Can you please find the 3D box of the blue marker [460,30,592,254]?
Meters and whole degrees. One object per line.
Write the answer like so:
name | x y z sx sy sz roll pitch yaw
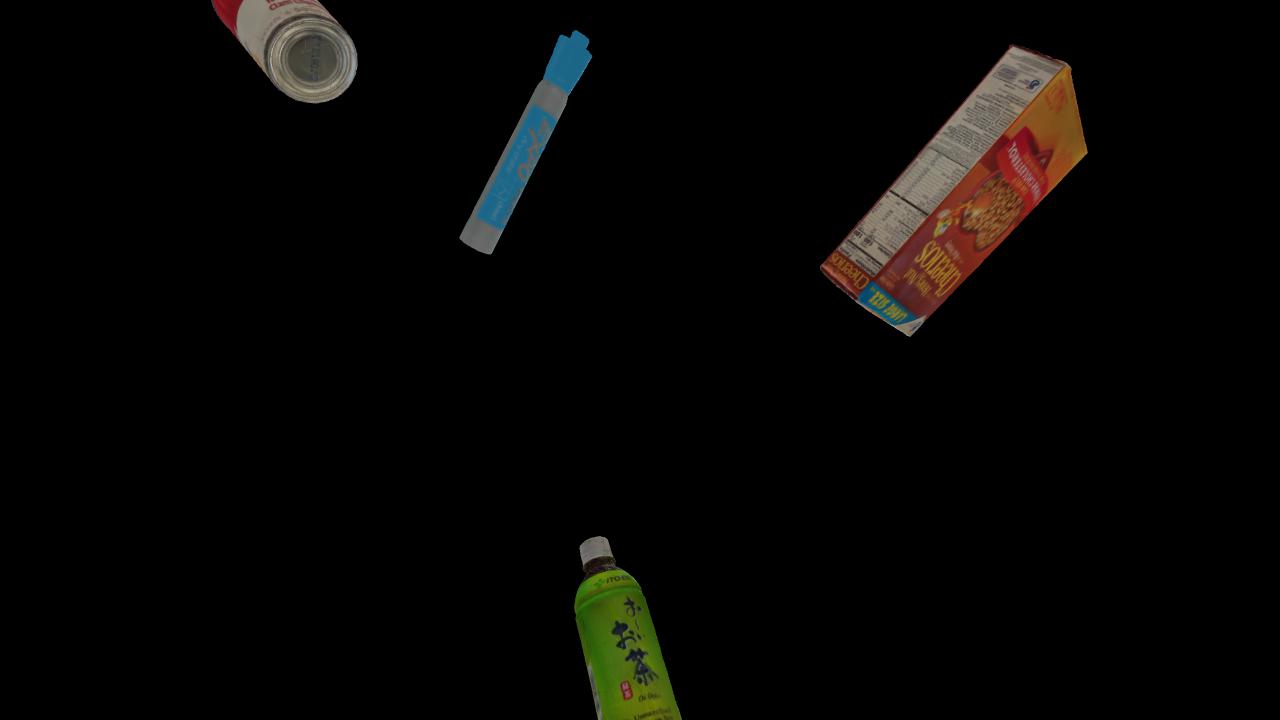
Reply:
blue marker | -0.059 -0.112 0.321 0.020 0.121 0.020 29 11 -6

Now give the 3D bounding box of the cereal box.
cereal box | 0.380 -0.180 0.744 0.203 0.306 0.081 18 27 -49

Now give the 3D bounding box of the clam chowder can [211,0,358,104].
clam chowder can | -0.271 -0.252 0.469 0.102 0.068 0.068 48 21 20

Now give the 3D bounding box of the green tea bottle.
green tea bottle | -0.019 0.261 0.558 0.073 0.073 0.212 0 44 -26
